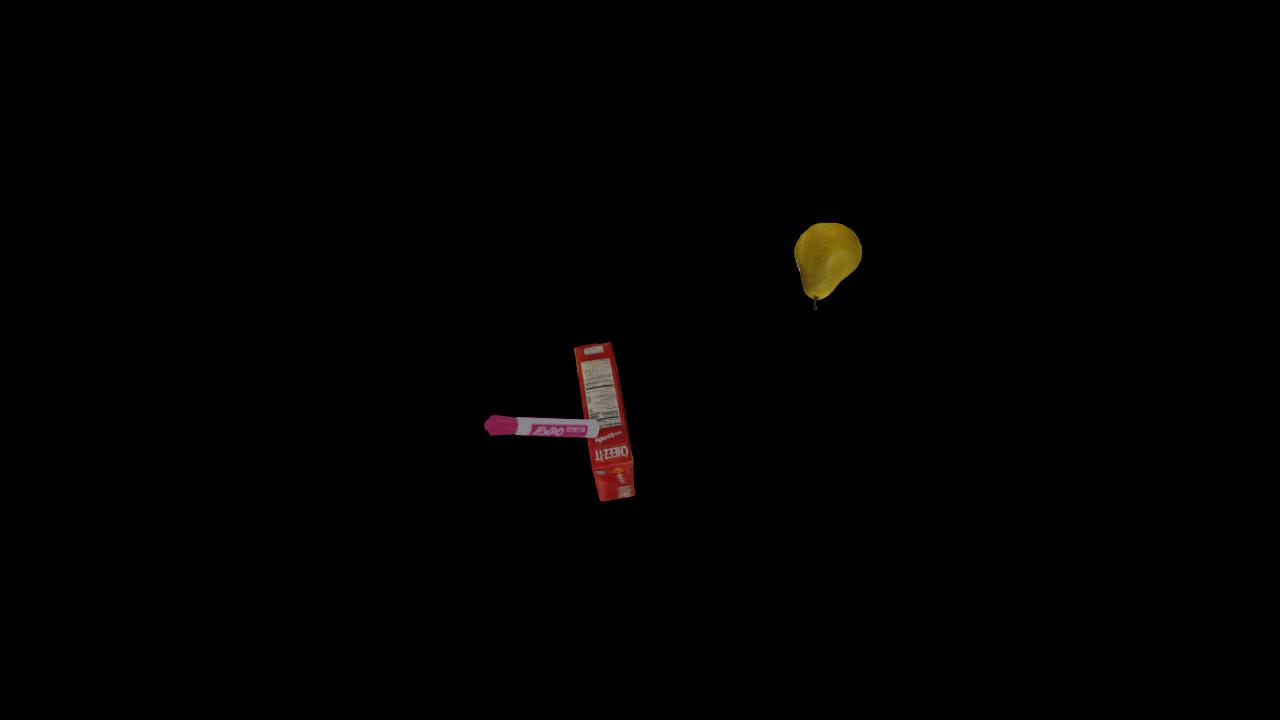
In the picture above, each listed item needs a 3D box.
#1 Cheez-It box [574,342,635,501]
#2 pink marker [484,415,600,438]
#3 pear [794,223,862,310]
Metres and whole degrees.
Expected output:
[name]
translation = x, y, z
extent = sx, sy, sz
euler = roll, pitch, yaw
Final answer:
[Cheez-It box]
translation = -0.058, 0.106, 1.039
extent = 0.071, 0.223, 0.166
euler = -9, -30, -3
[pink marker]
translation = -0.093, 0.064, 0.593
extent = 0.121, 0.020, 0.020
euler = 8, -5, -40
[pear]
translation = 0.219, -0.108, 0.745
extent = 0.080, 0.111, 0.080
euler = 24, -9, 4
